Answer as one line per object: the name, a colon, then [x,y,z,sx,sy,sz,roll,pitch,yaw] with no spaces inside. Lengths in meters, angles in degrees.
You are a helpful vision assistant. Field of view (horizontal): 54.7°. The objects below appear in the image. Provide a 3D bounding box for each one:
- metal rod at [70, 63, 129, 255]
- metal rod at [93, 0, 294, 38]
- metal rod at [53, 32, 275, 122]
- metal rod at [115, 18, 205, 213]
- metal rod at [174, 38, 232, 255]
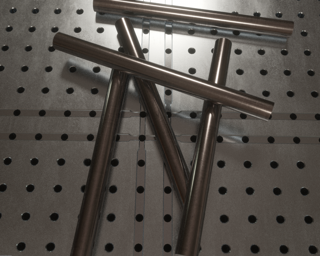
metal rod: [-0.076,0.050,0.392,0.025,0.025,0.299,8,70,2]
metal rod: [0.049,-0.171,0.474,0.302,0.025,0.025,9,70,2]
metal rod: [-0.004,-0.071,0.404,0.301,0.025,0.025,20,71,11]
metal rod: [-0.007,-0.025,0.420,0.025,0.025,0.299,-18,71,-7]
metal rod: [0.061,0.006,0.393,0.025,0.025,0.300,12,64,4]
